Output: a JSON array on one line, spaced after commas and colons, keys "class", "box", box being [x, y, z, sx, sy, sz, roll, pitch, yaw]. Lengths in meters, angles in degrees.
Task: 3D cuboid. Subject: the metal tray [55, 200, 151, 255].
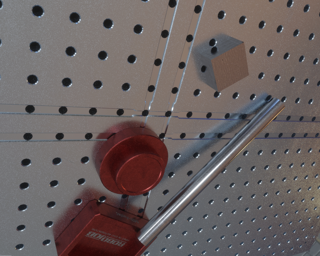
[{"class": "metal tray", "box": [-0.078, 0.169, 0.471, 0.090, 0.030, 0.130, -49, 129, 6]}]

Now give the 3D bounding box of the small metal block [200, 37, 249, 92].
[{"class": "small metal block", "box": [0.086, -0.083, 0.409, 0.050, 0.025, 0.050, -30, 129, -10]}]

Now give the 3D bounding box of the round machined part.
[{"class": "round machined part", "box": [-0.032, 0.052, 0.416, 0.099, 0.042, 0.097, -14, 125, -21]}]

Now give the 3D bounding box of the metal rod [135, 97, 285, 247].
[{"class": "metal rod", "box": [0.080, 0.063, 0.476, 0.300, 0.025, 0.025, -44, 130, -6]}]
